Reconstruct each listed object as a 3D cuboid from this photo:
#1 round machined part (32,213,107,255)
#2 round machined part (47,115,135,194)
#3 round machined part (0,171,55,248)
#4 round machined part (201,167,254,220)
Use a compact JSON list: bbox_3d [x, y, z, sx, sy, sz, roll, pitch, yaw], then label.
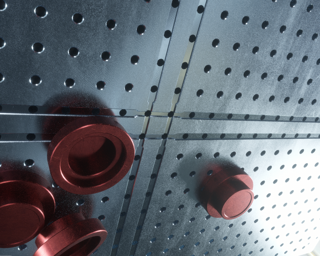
[{"bbox_3d":[-0.123,0.150,0.409,0.098,0.042,0.098,-32,154,-18],"label":"round machined part"},{"bbox_3d":[-0.084,0.028,0.371,0.099,0.042,0.097,-14,124,-21],"label":"round machined part"},{"bbox_3d":[-0.175,0.102,0.367,0.099,0.042,0.097,-14,124,-21],"label":"round machined part"},{"bbox_3d":[0.124,0.121,0.541,0.099,0.042,0.097,-14,124,-21],"label":"round machined part"}]
